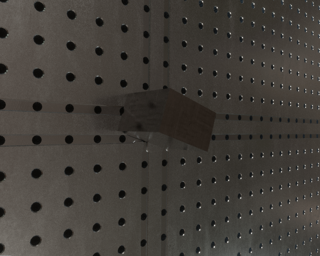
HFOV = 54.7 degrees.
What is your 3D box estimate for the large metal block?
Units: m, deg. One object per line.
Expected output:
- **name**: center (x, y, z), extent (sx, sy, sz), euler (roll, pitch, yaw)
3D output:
- **large metal block**: center (0.008, -0.007, 0.382), extent (0.080, 0.080, 0.050), euler (23, 76, -38)
